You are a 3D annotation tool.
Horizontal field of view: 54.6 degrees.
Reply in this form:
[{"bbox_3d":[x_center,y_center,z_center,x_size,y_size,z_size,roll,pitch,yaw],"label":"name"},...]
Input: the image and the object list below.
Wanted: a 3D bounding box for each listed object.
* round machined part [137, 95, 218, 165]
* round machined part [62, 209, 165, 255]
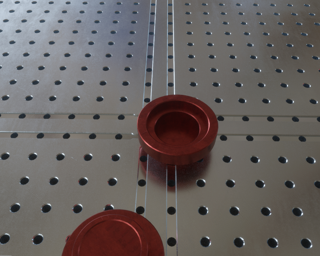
[{"bbox_3d":[0.022,0.006,0.392,0.099,0.042,0.098,0,50,0],"label":"round machined part"},{"bbox_3d":[-0.045,0.122,0.294,0.099,0.042,0.098,0,50,0],"label":"round machined part"}]
